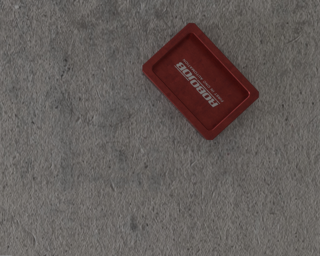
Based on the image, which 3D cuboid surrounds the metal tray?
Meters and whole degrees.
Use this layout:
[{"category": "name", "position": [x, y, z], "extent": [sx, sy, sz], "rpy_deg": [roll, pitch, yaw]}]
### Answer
[{"category": "metal tray", "position": [0.052, -0.059, 0.407], "extent": [0.090, 0.030, 0.130], "rpy_deg": [-43, 90, 0]}]
